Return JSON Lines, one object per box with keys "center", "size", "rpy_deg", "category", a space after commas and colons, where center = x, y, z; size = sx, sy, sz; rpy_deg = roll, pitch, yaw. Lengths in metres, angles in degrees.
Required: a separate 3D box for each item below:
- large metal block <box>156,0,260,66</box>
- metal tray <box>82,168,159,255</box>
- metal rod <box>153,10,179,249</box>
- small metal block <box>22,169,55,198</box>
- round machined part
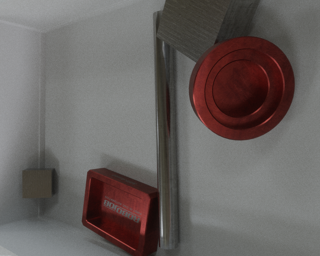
{"center": [0.050, -0.121, 0.336], "size": [0.080, 0.050, 0.079], "rpy_deg": [42, 130, 31], "category": "large metal block"}
{"center": [-0.058, 0.118, 0.448], "size": [0.130, 0.030, 0.089], "rpy_deg": [13, 98, 39], "category": "metal tray"}
{"center": [0.007, 0.001, 0.398], "size": [0.025, 0.025, 0.298], "rpy_deg": [-2, 88, 39], "category": "metal rod"}
{"center": [-0.222, 0.101, 0.568], "size": [0.025, 0.050, 0.050], "rpy_deg": [-179, 89, -83], "category": "small metal block"}
{"center": [0.077, -0.040, 0.308], "size": [0.042, 0.099, 0.097], "rpy_deg": [-116, 39, -75], "category": "round machined part"}
